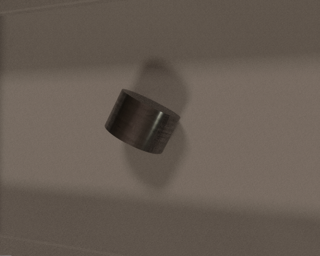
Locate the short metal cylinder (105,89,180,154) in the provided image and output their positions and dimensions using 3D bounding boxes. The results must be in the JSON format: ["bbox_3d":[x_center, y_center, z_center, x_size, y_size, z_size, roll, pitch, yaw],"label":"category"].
[{"bbox_3d":[-0.022,-0.009,0.388,0.080,0.080,0.050,30,100,17],"label":"short metal cylinder"}]
